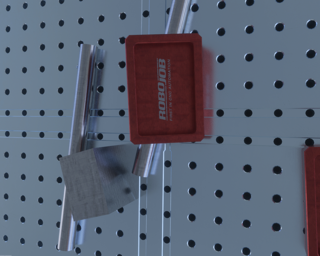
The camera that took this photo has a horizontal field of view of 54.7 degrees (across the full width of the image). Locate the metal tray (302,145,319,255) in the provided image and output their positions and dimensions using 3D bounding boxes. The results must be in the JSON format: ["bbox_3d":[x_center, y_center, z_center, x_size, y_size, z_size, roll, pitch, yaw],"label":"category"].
[{"bbox_3d":[0.207,0.084,0.337,0.090,0.030,0.129,-2,89,19],"label":"metal tray"}]

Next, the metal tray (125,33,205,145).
[{"bbox_3d":[0.006,-0.047,0.383,0.091,0.030,0.129,-3,96,-3],"label":"metal tray"}]

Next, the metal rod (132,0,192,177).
[{"bbox_3d":[0.008,-0.082,0.408,0.025,0.025,0.298,15,95,19],"label":"metal rod"}]

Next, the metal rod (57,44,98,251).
[{"bbox_3d":[-0.121,0.029,0.453,0.025,0.025,0.298,8,93,19],"label":"metal rod"}]

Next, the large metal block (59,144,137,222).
[{"bbox_3d":[-0.079,0.069,0.410,0.050,0.080,0.080,-17,85,19],"label":"large metal block"}]
